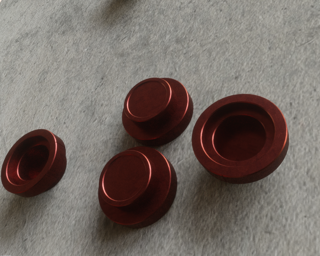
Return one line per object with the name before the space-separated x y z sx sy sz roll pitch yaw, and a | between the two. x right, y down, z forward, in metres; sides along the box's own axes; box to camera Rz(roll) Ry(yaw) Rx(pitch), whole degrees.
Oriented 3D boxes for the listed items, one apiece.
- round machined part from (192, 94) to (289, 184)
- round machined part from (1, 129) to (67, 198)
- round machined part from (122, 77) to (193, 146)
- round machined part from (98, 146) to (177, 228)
round machined part | 0.088 0.015 0.337 0.098 0.042 0.098 -13 56 20
round machined part | -0.176 0.054 0.450 0.098 0.042 0.098 -13 56 20
round machined part | -0.009 -0.028 0.414 0.098 0.042 0.098 -13 56 20
round machined part | -0.033 0.065 0.369 0.098 0.042 0.098 -13 56 20
